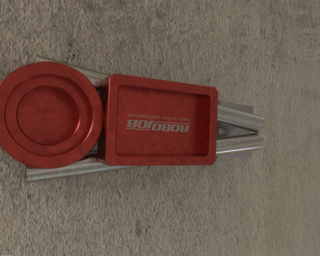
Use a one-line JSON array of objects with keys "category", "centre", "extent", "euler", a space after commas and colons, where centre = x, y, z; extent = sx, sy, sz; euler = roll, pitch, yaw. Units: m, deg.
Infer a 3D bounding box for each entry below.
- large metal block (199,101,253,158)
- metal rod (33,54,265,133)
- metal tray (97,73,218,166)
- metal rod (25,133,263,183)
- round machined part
[{"category": "large metal block", "centre": [0.096, 0.004, 0.471], "extent": [0.081, 0.050, 0.080], "euler": [5, 87, -40]}, {"category": "metal rod", "centre": [0.008, -0.033, 0.372], "extent": [0.302, 0.025, 0.025], "euler": [12, 82, -27]}, {"category": "metal tray", "centre": [0.001, -0.005, 0.338], "extent": [0.131, 0.030, 0.089], "euler": [3, 88, -28]}, {"category": "metal rod", "centre": [0.004, 0.030, 0.370], "extent": [0.303, 0.025, 0.025], "euler": [-5, 93, -28]}, {"category": "round machined part", "centre": [-0.108, -0.012, 0.298], "extent": [0.099, 0.042, 0.097], "euler": [0, 90, -30]}]
